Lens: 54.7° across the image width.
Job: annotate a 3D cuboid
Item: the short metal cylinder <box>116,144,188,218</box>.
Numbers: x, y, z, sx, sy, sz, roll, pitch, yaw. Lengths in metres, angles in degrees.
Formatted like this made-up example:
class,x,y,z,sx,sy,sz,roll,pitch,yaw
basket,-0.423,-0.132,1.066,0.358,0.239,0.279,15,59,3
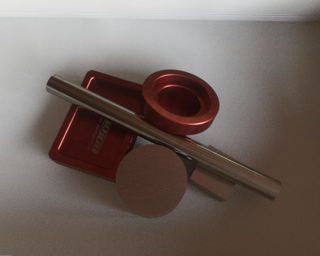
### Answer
class,x,y,z,sx,sy,sz,roll,pitch,yaw
short metal cylinder,-0.009,0.065,0.370,0.081,0.050,0.080,0,70,0

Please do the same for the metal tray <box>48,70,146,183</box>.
class,x,y,z,sx,sy,sz,roll,pitch,yaw
metal tray,-0.074,-0.004,0.405,0.090,0.030,0.130,18,71,6

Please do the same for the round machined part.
class,x,y,z,sx,sy,sz,roll,pitch,yaw
round machined part,0.022,-0.028,0.396,0.099,0.042,0.098,9,47,-10

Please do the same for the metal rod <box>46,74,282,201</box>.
class,x,y,z,sx,sy,sz,roll,pitch,yaw
metal rod,-0.001,0.008,0.374,0.301,0.025,0.025,26,72,6

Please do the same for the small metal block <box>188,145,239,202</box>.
class,x,y,z,sx,sy,sz,roll,pitch,yaw
small metal block,0.070,0.057,0.388,0.050,0.025,0.050,30,72,10
